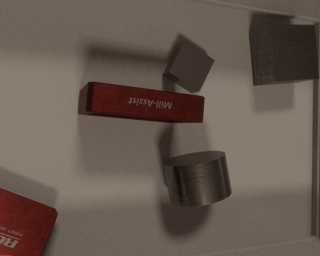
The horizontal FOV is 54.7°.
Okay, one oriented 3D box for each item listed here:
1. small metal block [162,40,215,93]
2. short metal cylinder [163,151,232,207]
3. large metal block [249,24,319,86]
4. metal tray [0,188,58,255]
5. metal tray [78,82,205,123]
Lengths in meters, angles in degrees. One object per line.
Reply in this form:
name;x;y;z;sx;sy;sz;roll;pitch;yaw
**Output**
small metal block;0.039;-0.083;0.426;0.050;0.025;0.050;30;80;-18
short metal cylinder;0.048;0.063;0.401;0.081;0.080;0.050;-12;94;-20
large metal block;0.187;-0.109;0.468;0.081;0.050;0.079;-7;93;-20
metal tray;-0.185;0.107;0.316;0.131;0.030;0.090;28;47;-18
metal tray;-0.025;-0.026;0.367;0.131;0.090;0.030;5;89;-20
